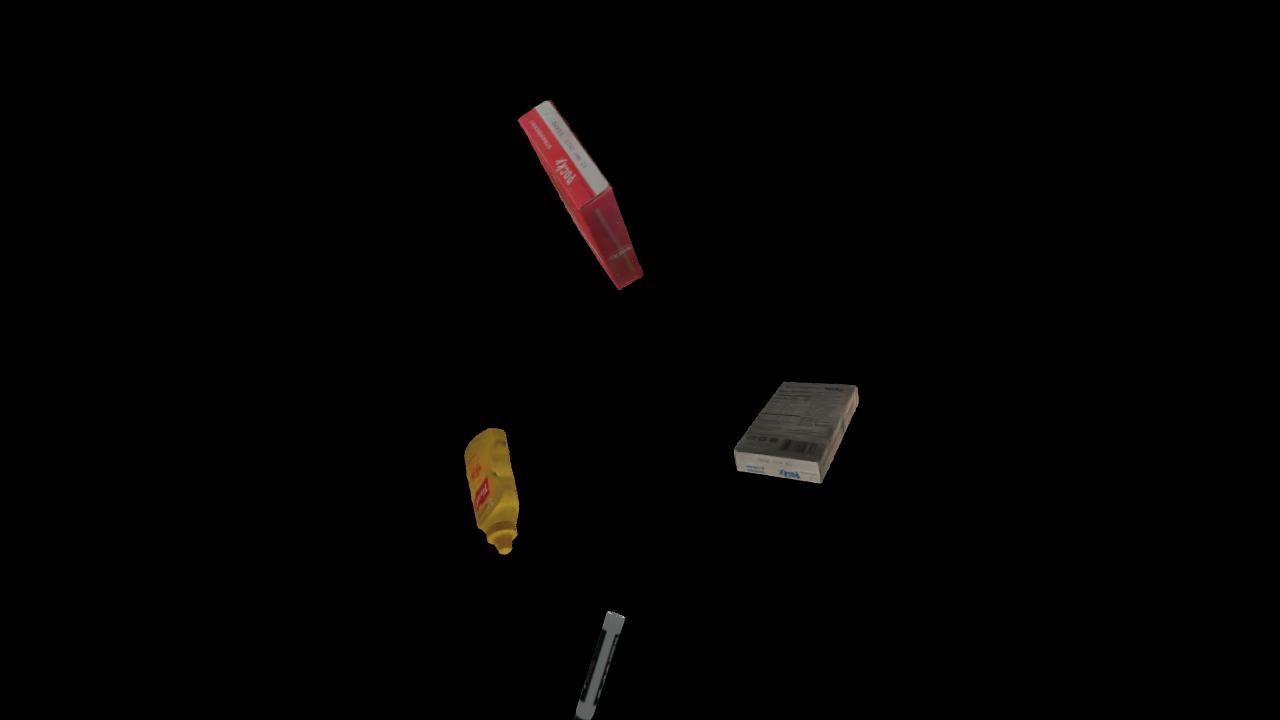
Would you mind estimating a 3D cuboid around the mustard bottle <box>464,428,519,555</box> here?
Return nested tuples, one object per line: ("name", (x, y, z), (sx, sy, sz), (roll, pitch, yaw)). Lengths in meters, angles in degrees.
("mustard bottle", (-0.212, 0.197, 0.898), (0.054, 0.184, 0.092), (20, -54, -42))

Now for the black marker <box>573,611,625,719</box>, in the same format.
("black marker", (-0.042, 0.298, 0.571), (0.020, 0.121, 0.020), (18, -13, 5))

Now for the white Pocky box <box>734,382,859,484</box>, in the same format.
("white Pocky box", (0.161, 0.067, 0.621), (0.084, 0.028, 0.154), (3, 25, 31))

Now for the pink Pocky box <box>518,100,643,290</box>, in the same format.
("pink Pocky box", (-0.039, -0.117, 0.470), (0.029, 0.084, 0.155), (-33, -15, 0))
